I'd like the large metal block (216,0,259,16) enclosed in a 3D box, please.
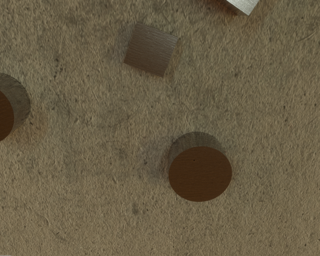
[{"bbox_3d":[0.081,-0.179,0.331,0.080,0.050,0.080,31,107,-11],"label":"large metal block"}]

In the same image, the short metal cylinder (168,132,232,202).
[{"bbox_3d":[0.051,0.051,0.416,0.081,0.050,0.079,0,110,0],"label":"short metal cylinder"}]

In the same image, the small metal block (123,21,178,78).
[{"bbox_3d":[-0.011,-0.095,0.375,0.050,0.025,0.050,20,109,-8],"label":"small metal block"}]

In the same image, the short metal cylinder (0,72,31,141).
[{"bbox_3d":[-0.211,-0.026,0.385,0.081,0.050,0.079,0,110,0],"label":"short metal cylinder"}]
